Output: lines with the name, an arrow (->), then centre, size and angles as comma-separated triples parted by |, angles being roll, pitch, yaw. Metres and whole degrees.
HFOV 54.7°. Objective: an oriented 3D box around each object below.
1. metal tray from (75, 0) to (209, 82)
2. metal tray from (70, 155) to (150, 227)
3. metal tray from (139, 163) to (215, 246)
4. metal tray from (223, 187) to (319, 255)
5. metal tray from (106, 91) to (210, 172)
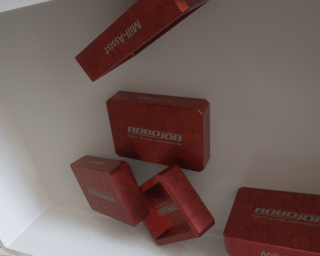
metal tray -> -0.015, -0.101, 0.310 | 0.130, 0.090, 0.030 | -27, 104, 37
metal tray -> -0.080, 0.091, 0.471 | 0.130, 0.030, 0.090 | -1, 116, 50
metal tray -> 0.009, 0.111, 0.429 | 0.090, 0.030, 0.129 | 56, 146, 8
metal tray -> 0.149, 0.114, 0.358 | 0.130, 0.090, 0.030 | 1, 119, 27
metal tray -> -0.002, 0.003, 0.407 | 0.130, 0.030, 0.089 | 8, 122, 23
